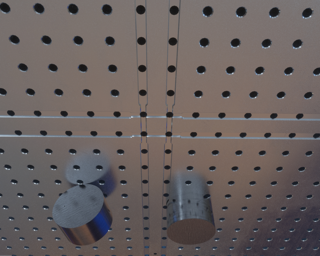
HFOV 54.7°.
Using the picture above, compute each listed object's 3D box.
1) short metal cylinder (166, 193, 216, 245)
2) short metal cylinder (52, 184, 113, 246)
[{"bbox_3d":[0.051,0.155,0.528,0.081,0.050,0.079,0,130,0],"label":"short metal cylinder"},{"bbox_3d":[-0.121,0.136,0.490,0.080,0.080,0.050,-8,130,6],"label":"short metal cylinder"}]
